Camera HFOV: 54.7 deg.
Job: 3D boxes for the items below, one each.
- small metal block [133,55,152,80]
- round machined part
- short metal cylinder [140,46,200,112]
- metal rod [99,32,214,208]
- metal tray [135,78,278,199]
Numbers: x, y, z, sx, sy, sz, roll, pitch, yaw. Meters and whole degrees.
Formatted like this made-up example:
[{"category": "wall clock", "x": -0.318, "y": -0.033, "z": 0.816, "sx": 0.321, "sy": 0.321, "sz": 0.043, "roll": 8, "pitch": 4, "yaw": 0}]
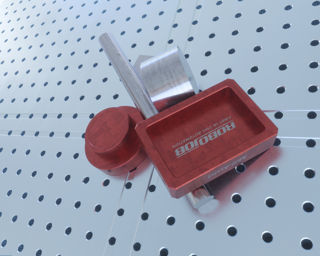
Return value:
[{"category": "small metal block", "x": -0.016, "y": -0.081, "z": 0.465, "sx": 0.050, "sy": 0.025, "sz": 0.050, "roll": 14, "pitch": 69, "yaw": 33}, {"category": "round machined part", "x": -0.062, "y": 0.010, "z": 0.421, "sx": 0.098, "sy": 0.042, "sz": 0.098, "roll": -13, "pitch": 56, "yaw": 20}, {"category": "short metal cylinder", "x": 0.016, "y": -0.058, "z": 0.399, "sx": 0.050, "sy": 0.080, "sz": 0.080, "roll": -23, "pitch": 54, "yaw": 14}, {"category": "metal rod", "x": -0.019, "y": -0.030, "z": 0.413, "sx": 0.025, "sy": 0.025, "sz": 0.299, "roll": -34, "pitch": 59, "yaw": 5}, {"category": "metal tray", "x": 0.050, "y": 0.008, "z": 0.346, "sx": 0.131, "sy": 0.030, "sz": 0.090, "roll": -27, "pitch": 59, "yaw": -9}]
